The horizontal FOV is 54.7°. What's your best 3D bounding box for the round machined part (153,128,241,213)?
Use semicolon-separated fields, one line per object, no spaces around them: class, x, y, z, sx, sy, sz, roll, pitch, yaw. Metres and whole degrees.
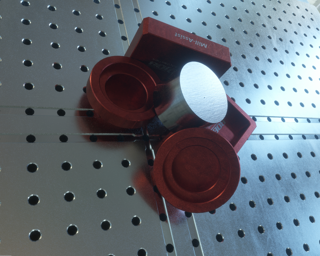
round machined part;0.043;0.048;0.371;0.099;0.042;0.097;0;92;5

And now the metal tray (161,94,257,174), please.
metal tray;0.074;0.004;0.444;0.090;0.030;0.131;45;51;3

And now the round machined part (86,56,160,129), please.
round machined part;-0.046;-0.041;0.399;0.099;0.042;0.098;14;56;-21

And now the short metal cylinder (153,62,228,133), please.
short metal cylinder;0.038;-0.035;0.388;0.081;0.050;0.080;18;60;-34

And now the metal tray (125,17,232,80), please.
metal tray;0.022;-0.093;0.436;0.131;0.090;0.030;14;56;-21
